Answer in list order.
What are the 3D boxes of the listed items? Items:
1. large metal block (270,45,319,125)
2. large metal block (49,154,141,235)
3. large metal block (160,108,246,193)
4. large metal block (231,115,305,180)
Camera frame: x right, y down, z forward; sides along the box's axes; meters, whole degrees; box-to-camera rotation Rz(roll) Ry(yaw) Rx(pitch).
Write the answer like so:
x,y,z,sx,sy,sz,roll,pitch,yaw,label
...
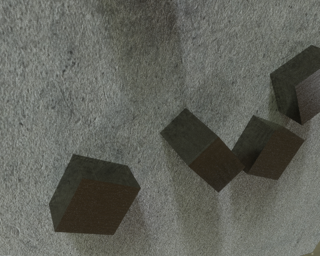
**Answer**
x,y,z,sx,sy,sz,roll,pitch,yaw,label
0.224,-0.065,0.472,0.080,0.050,0.080,-35,129,-5,large metal block
-0.085,0.088,0.398,0.081,0.050,0.080,18,109,-35,large metal block
0.057,0.030,0.420,0.050,0.080,0.080,-45,129,3,large metal block
0.173,0.034,0.505,0.081,0.050,0.080,15,111,-34,large metal block
